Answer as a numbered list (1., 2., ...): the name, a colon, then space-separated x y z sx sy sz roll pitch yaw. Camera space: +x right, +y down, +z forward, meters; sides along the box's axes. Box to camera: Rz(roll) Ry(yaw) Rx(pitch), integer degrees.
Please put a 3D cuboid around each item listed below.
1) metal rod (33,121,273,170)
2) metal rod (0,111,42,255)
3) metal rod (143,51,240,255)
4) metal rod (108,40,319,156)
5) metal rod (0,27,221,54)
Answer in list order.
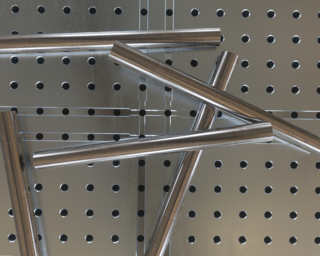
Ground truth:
1. metal rod: -0.014 0.024 0.395 0.302 0.025 0.025 -8 90 6
2. metal rod: -0.179 0.126 0.411 0.025 0.025 0.298 -10 90 0
3. metal rod: 0.041 0.042 0.413 0.025 0.025 0.299 21 90 -1
4. metal rod: 0.080 -0.033 0.389 0.302 0.025 0.025 23 90 -11
5. metal rod: -0.072 -0.116 0.412 0.302 0.025 0.025 -2 90 -1
